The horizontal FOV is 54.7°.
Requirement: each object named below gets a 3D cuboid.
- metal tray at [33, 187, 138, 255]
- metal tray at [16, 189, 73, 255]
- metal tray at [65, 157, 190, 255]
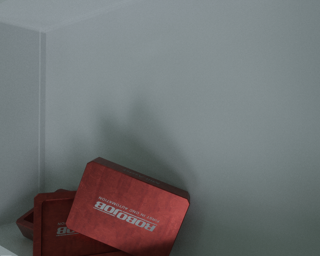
[{"bbox_3d":[-0.094,0.128,0.406,0.030,0.131,0.090,128,138,-63],"label":"metal tray"},{"bbox_3d":[-0.149,0.141,0.482,0.130,0.091,0.030,1,118,39],"label":"metal tray"},{"bbox_3d":[-0.039,0.101,0.382,0.131,0.030,0.089,21,96,3],"label":"metal tray"}]
